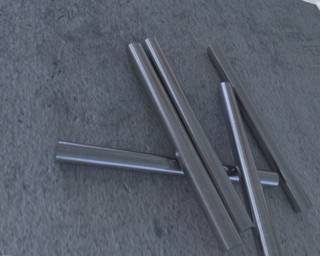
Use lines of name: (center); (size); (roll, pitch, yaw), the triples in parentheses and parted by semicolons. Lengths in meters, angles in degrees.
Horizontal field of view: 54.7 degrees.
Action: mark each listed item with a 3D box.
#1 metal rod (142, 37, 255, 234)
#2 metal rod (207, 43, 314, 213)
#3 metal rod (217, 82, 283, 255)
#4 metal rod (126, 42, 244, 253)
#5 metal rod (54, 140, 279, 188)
metal rod: (0.038, -0.009, 0.407); (0.025, 0.025, 0.299); (-5, 57, -31)
metal rod: (0.151, -0.012, 0.494); (0.025, 0.025, 0.299); (-12, 68, -33)
metal rod: (0.111, 0.047, 0.404); (0.025, 0.025, 0.300); (16, 45, -20)
metal rod: (0.018, 0.003, 0.386); (0.025, 0.025, 0.299); (-7, 57, -32)
metal rod: (0.026, 0.050, 0.389); (0.302, 0.025, 0.025); (10, 57, -23)
